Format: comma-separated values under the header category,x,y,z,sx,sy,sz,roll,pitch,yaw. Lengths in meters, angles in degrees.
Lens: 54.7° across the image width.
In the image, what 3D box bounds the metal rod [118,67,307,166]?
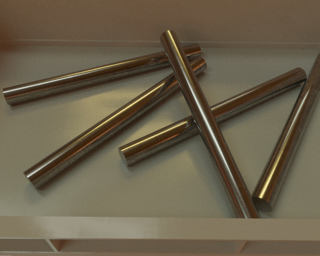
category,x,y,z,sx,sy,sz,roll,pitch,yaw
metal rod,0.085,-0.023,0.425,0.302,0.025,0.025,-24,54,-20

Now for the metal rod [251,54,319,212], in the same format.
category,x,y,z,sx,sy,sz,roll,pitch,yaw
metal rod,0.188,-0.015,0.419,0.025,0.025,0.301,26,54,19

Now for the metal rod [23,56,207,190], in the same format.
category,x,y,z,sx,sy,sz,roll,pitch,yaw
metal rod,-0.042,-0.021,0.421,0.025,0.025,0.302,38,59,27

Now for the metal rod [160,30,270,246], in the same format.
category,x,y,z,sx,sy,sz,roll,pitch,yaw
metal rod,0.055,-0.010,0.383,0.025,0.025,0.299,-13,61,-11

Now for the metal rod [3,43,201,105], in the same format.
category,x,y,z,sx,sy,sz,roll,pitch,yaw
metal rod,-0.078,-0.086,0.476,0.302,0.025,0.025,-17,52,-14
